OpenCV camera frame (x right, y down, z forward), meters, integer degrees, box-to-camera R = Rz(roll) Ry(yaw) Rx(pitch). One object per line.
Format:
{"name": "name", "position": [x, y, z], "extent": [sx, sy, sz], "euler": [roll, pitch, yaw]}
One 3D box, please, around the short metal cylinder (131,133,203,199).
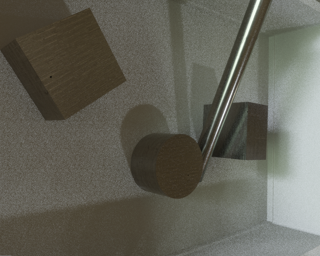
{"name": "short metal cylinder", "position": [0.010, 0.047, 0.401], "extent": [0.081, 0.050, 0.079], "euler": [0, 90, -40]}

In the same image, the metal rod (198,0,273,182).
{"name": "metal rod", "position": [0.092, -0.061, 0.405], "extent": [0.025, 0.025, 0.298], "euler": [0, 115, -40]}

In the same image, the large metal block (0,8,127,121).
{"name": "large metal block", "position": [-0.094, -0.063, 0.312], "extent": [0.080, 0.050, 0.080], "euler": [-40, 115, -33]}

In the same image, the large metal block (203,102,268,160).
{"name": "large metal block", "position": [0.112, 0.005, 0.467], "extent": [0.050, 0.080, 0.080], "euler": [5, 87, -40]}
